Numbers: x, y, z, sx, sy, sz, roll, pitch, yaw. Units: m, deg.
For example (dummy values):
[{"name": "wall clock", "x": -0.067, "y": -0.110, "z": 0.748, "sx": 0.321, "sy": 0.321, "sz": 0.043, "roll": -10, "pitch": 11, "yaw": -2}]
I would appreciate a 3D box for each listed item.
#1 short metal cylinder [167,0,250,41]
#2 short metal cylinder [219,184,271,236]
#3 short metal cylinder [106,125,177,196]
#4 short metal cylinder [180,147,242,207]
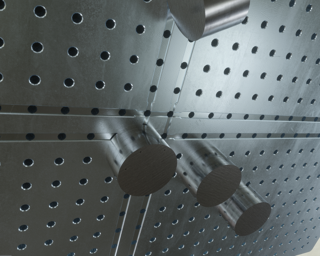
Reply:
[{"name": "short metal cylinder", "x": 0.046, "y": -0.136, "z": 0.316, "sx": 0.050, "sy": 0.080, "sz": 0.080, "roll": -24, "pitch": 127, "yaw": -14}, {"name": "short metal cylinder", "x": 0.157, "y": 0.152, "z": 0.575, "sx": 0.081, "sy": 0.050, "sz": 0.079, "roll": -14, "pitch": 124, "yaw": -21}, {"name": "short metal cylinder", "x": -0.025, "y": 0.042, "z": 0.408, "sx": 0.081, "sy": 0.050, "sz": 0.079, "roll": -14, "pitch": 124, "yaw": -21}, {"name": "short metal cylinder", "x": 0.079, "y": 0.076, "z": 0.485, "sx": 0.081, "sy": 0.050, "sz": 0.079, "roll": -14, "pitch": 124, "yaw": -21}]
